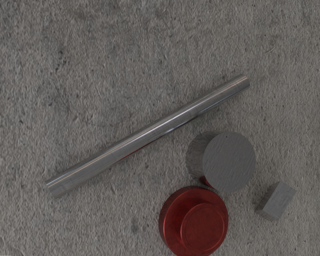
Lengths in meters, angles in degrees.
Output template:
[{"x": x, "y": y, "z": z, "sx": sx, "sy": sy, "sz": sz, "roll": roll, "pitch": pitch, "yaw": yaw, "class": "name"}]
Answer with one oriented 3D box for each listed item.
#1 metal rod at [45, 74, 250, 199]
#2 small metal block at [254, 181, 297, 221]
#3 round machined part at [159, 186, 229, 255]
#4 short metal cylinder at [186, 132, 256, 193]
[{"x": -0.003, "y": 0.002, "z": 0.407, "sx": 0.302, "sy": 0.025, "sz": 0.025, "roll": -29, "pitch": 100, "yaw": -18, "class": "metal rod"}, {"x": 0.168, "y": 0.108, "z": 0.455, "sx": 0.025, "sy": 0.050, "sz": 0.050, "roll": 35, "pitch": 77, "yaw": 13, "class": "small metal block"}, {"x": 0.051, "y": 0.130, "z": 0.419, "sx": 0.099, "sy": 0.042, "sz": 0.097, "roll": 0, "pitch": 90, "yaw": -20, "class": "round machined part"}, {"x": 0.083, "y": 0.044, "z": 0.426, "sx": 0.081, "sy": 0.050, "sz": 0.079, "roll": 0, "pitch": 90, "yaw": -20, "class": "short metal cylinder"}]
